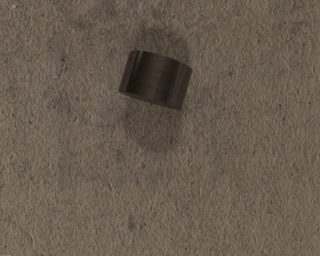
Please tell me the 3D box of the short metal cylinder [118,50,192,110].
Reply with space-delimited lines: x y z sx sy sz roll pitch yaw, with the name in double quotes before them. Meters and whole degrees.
"short metal cylinder" -0.006 -0.057 0.382 0.080 0.080 0.050 16 90 -1
